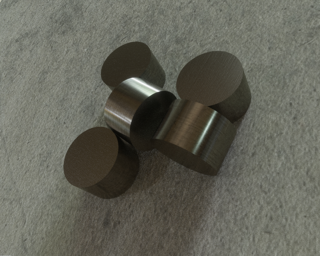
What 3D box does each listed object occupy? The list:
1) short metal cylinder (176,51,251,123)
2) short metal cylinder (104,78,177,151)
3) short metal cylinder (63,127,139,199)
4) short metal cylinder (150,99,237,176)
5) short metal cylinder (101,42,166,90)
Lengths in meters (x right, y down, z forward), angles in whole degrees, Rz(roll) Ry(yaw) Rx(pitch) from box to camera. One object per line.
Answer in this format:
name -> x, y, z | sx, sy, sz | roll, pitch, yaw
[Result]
short metal cylinder -> 0.067, -0.047, 0.381 | 0.080, 0.050, 0.080 | -13, 56, 20
short metal cylinder -> -0.022, -0.018, 0.390 | 0.050, 0.080, 0.080 | 31, 79, 37
short metal cylinder -> -0.074, 0.045, 0.396 | 0.080, 0.050, 0.080 | -13, 57, 22
short metal cylinder -> 0.036, 0.011, 0.342 | 0.080, 0.080, 0.050 | 18, 72, 35
short metal cylinder -> -0.039, -0.079, 0.455 | 0.080, 0.050, 0.080 | -13, 56, 20
